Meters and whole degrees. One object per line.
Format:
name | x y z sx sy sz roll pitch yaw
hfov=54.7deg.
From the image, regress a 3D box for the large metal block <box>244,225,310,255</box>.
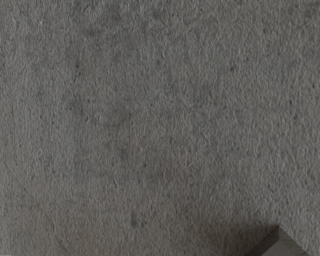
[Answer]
large metal block | 0.136 0.173 0.348 0.080 0.050 0.080 45 104 14
